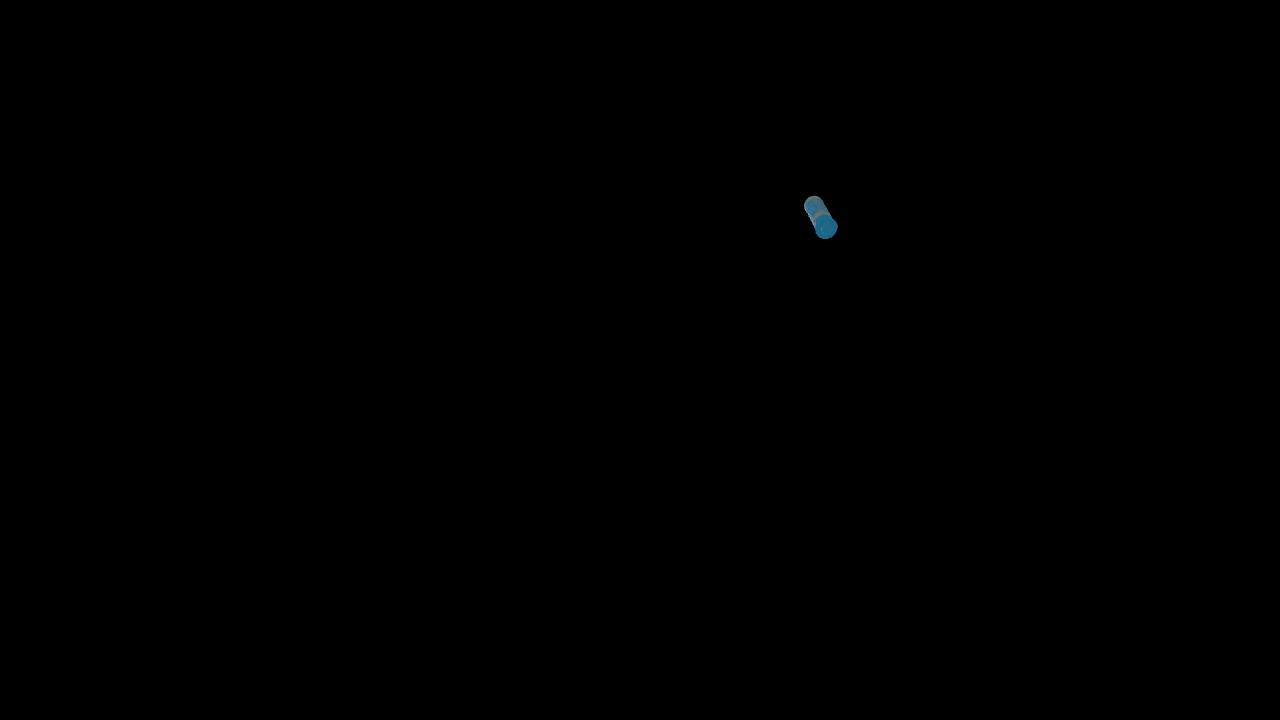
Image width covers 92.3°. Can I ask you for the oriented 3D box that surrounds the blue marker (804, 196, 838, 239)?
[{"bbox_3d":[0.169,-0.135,0.580,0.020,0.020,0.121,0,24,10],"label":"blue marker"}]
